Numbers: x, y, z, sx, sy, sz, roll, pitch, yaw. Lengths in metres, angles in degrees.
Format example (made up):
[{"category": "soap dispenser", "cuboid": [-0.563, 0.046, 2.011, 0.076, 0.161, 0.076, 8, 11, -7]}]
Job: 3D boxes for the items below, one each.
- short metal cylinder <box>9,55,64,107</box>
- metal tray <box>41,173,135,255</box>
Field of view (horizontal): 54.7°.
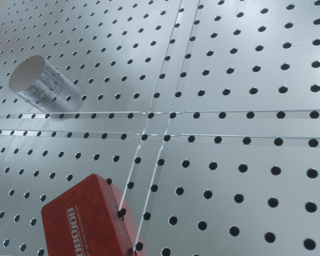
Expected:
[{"category": "short metal cylinder", "cuboid": [-0.223, -0.084, 0.561, 0.080, 0.050, 0.080, -13, 56, 21]}, {"category": "metal tray", "cuboid": [-0.089, 0.131, 0.371, 0.090, 0.030, 0.130, -34, 51, 6]}]
